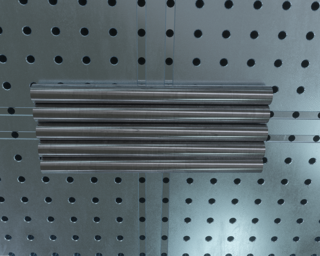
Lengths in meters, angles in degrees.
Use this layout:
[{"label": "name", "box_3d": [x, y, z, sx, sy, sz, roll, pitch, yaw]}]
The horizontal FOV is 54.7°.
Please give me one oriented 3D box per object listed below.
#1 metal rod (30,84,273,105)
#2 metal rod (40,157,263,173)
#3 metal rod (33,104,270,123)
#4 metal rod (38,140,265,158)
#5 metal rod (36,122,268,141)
[{"label": "metal rod", "box_3d": [-0.009, -0.043, 0.397, 0.302, 0.025, 0.025, 0, 110, -1]}, {"label": "metal rod", "box_3d": [-0.010, 0.050, 0.432, 0.302, 0.025, 0.025, 0, 110, -1]}, {"label": "metal rod", "box_3d": [-0.010, -0.020, 0.406, 0.302, 0.025, 0.025, 0, 110, -1]}, {"label": "metal rod", "box_3d": [-0.010, 0.028, 0.423, 0.302, 0.025, 0.025, 0, 110, -1]}, {"label": "metal rod", "box_3d": [-0.010, 0.005, 0.415, 0.302, 0.025, 0.025, 0, 110, -1]}]
